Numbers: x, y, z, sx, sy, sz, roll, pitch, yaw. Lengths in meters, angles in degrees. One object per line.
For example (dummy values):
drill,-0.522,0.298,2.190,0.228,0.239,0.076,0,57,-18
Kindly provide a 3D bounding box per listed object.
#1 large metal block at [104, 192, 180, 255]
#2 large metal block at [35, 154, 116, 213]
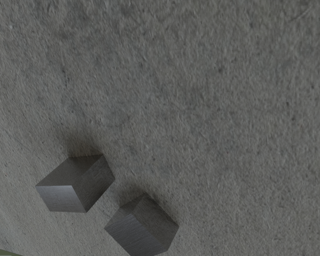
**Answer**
large metal block,-0.030,0.163,0.506,0.080,0.050,0.080,48,129,-6
large metal block,-0.133,0.087,0.493,0.080,0.080,0.050,-7,115,31
